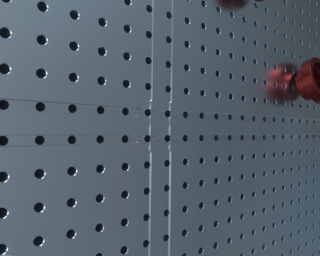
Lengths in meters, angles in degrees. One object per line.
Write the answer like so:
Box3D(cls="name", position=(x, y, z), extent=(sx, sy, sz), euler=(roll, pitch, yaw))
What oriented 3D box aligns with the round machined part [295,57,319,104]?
Box3D(cls="round machined part", position=(0.325, -0.096, 0.658), extent=(0.099, 0.042, 0.098), euler=(14, 67, -36))
